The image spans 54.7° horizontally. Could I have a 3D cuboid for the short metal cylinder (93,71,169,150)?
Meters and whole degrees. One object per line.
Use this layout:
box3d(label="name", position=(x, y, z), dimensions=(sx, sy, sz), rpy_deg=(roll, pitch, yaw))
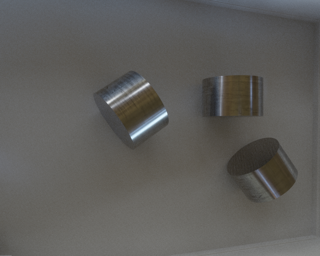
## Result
box3d(label="short metal cylinder", position=(-0.035, -0.021, 0.369), dimensions=(0.050, 0.080, 0.080), rpy_deg=(-36, 102, -16))

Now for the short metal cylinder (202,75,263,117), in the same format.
box3d(label="short metal cylinder", position=(0.098, -0.040, 0.419), dimensions=(0.081, 0.080, 0.050), rpy_deg=(-1, 91, -20))

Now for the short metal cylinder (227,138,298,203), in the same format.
box3d(label="short metal cylinder", position=(0.143, 0.058, 0.436), dimensions=(0.080, 0.080, 0.050), rpy_deg=(-41, 103, -16))
